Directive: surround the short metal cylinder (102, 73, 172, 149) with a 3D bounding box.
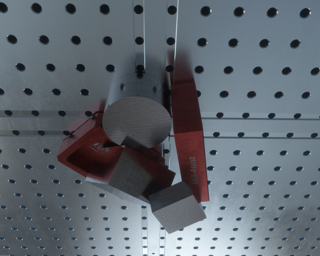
[{"bbox_3d":[-0.027,-0.020,0.378,0.081,0.050,0.079,0,130,0],"label":"short metal cylinder"}]

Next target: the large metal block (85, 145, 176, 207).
[{"bbox_3d":[-0.040,0.065,0.409,0.080,0.050,0.080,32,159,-25],"label":"large metal block"}]

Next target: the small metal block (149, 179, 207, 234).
[{"bbox_3d":[0.021,0.094,0.368,0.050,0.025,0.050,-25,127,6],"label":"small metal block"}]

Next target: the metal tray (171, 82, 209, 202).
[{"bbox_3d":[0.038,0.020,0.387,0.030,0.090,0.129,-7,130,6],"label":"metal tray"}]

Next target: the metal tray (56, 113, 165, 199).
[{"bbox_3d":[-0.067,0.045,0.445,0.090,0.030,0.130,-36,122,26],"label":"metal tray"}]
